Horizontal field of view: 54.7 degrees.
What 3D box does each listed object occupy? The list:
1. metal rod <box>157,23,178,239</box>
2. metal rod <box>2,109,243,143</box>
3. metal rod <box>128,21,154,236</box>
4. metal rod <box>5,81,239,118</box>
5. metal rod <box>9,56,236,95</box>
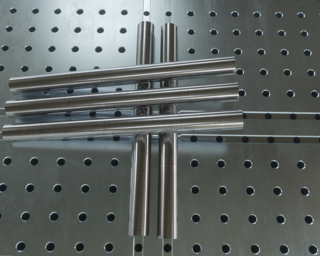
[{"bbox_3d":[0.011,-0.010,0.416,0.025,0.025,0.299,1,70,0],"label":"metal rod"},{"bbox_3d":[-0.051,-0.002,0.389,0.302,0.025,0.025,-3,70,7],"label":"metal rod"},{"bbox_3d":[-0.023,-0.013,0.416,0.025,0.025,0.299,1,70,0],"label":"metal rod"},{"bbox_3d":[-0.053,-0.036,0.402,0.302,0.025,0.025,-4,70,7],"label":"metal rod"},{"bbox_3d":[-0.054,-0.070,0.415,0.302,0.025,0.025,-4,70,6],"label":"metal rod"}]
